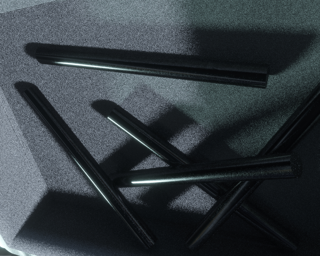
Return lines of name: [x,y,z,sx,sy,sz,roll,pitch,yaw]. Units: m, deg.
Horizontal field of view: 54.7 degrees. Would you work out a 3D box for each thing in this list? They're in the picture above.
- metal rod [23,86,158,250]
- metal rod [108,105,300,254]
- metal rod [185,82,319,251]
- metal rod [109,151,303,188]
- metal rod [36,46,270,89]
metal rod: [-0.107,0.059,0.474,0.300,0.025,0.025,51,129,2]
metal rod: [0.056,0.067,0.420,0.300,0.025,0.025,36,129,3]
metal rod: [0.111,0.053,0.359,0.025,0.025,0.298,34,122,6]
metal rod: [0.026,0.060,0.394,0.299,0.025,0.025,-14,112,46]
metal rod: [-0.027,-0.077,0.374,0.301,0.025,0.025,10,123,22]
